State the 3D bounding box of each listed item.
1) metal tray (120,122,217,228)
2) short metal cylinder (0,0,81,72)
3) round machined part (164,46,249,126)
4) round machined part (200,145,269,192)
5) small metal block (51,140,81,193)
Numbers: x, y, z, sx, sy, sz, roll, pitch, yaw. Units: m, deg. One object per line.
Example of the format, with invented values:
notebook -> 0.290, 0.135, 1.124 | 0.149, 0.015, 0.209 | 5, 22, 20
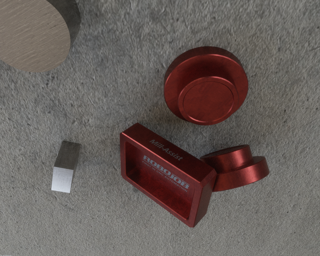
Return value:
metal tray -> 0.005, 0.060, 0.404 | 0.130, 0.030, 0.089 | 30, 137, 27
short metal cylinder -> -0.123, -0.102, 0.302 | 0.081, 0.050, 0.079 | 0, 130, 0
round machined part -> 0.054, -0.041, 0.362 | 0.099, 0.042, 0.097 | -1, 130, 0
round machined part -> 0.092, 0.051, 0.418 | 0.098, 0.098, 0.042 | -16, 88, 13
small metal block -> -0.132, 0.054, 0.435 | 0.025, 0.050, 0.050 | 12, 129, -11
